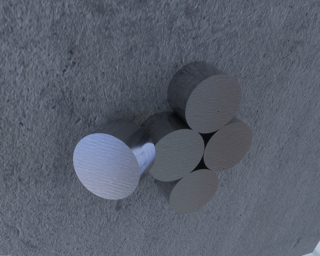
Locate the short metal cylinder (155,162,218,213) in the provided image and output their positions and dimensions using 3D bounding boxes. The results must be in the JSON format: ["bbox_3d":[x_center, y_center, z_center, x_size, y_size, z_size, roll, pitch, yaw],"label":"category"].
[{"bbox_3d":[0.039,0.080,0.463,0.081,0.050,0.079,-14,124,-21],"label":"short metal cylinder"}]

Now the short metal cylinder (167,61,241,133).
[{"bbox_3d":[0.056,-0.040,0.398,0.081,0.050,0.079,-14,124,-21],"label":"short metal cylinder"}]

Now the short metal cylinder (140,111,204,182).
[{"bbox_3d":[0.011,0.024,0.413,0.081,0.050,0.079,-14,124,-21],"label":"short metal cylinder"}]

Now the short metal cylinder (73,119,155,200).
[{"bbox_3d":[-0.051,0.035,0.359,0.080,0.050,0.079,6,111,17],"label":"short metal cylinder"}]

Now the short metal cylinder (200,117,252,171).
[{"bbox_3d":[0.085,0.015,0.448,0.081,0.050,0.079,-14,124,-21],"label":"short metal cylinder"}]
